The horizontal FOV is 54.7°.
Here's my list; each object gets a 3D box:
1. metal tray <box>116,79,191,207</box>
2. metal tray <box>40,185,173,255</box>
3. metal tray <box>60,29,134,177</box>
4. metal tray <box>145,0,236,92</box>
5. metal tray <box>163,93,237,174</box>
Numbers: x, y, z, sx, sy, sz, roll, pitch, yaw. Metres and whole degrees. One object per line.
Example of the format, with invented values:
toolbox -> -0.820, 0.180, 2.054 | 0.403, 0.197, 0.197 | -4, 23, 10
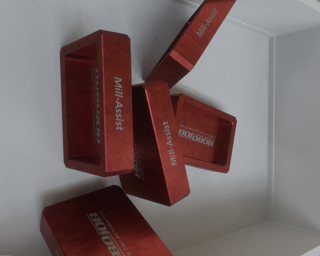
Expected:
metal tray -> -0.019, 0.016, 0.349 | 0.030, 0.090, 0.129 | -21, 104, -38
metal tray -> -0.049, 0.120, 0.304 | 0.091, 0.130, 0.030 | -12, 133, -40
metal tray -> -0.066, -0.022, 0.310 | 0.030, 0.090, 0.129 | -3, 92, -40
metal tray -> 0.038, -0.111, 0.394 | 0.030, 0.090, 0.130 | 37, 66, -10
metal tray -> 0.056, 0.012, 0.452 | 0.131, 0.030, 0.090 | 18, 79, -39
